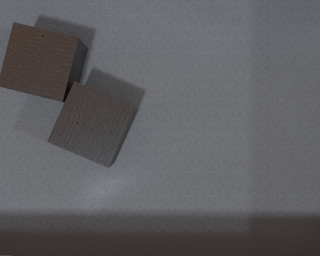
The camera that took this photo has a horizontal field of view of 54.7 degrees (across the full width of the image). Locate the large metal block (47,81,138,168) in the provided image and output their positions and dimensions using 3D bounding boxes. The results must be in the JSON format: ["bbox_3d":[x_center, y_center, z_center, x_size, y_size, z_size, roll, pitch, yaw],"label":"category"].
[{"bbox_3d":[-0.083,-0.004,0.398,0.080,0.050,0.080,24,90,-1],"label":"large metal block"}]

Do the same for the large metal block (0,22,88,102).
[{"bbox_3d":[-0.147,-0.079,0.397,0.080,0.050,0.080,14,90,-1],"label":"large metal block"}]
